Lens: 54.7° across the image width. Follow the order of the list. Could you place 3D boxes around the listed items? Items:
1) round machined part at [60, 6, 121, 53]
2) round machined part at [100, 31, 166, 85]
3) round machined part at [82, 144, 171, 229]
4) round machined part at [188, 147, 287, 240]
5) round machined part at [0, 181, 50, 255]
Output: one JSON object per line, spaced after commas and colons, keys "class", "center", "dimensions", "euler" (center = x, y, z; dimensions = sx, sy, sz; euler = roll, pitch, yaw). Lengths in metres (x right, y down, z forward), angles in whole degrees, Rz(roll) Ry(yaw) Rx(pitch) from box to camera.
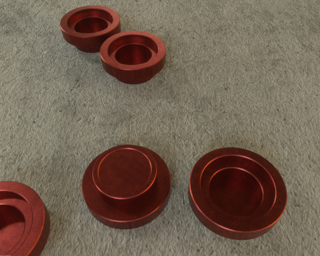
{"class": "round machined part", "center": [-0.116, -0.166, 0.531], "dimensions": [0.099, 0.042, 0.098], "euler": [0, 50, 0]}
{"class": "round machined part", "center": [-0.041, -0.105, 0.480], "dimensions": [0.099, 0.042, 0.098], "euler": [0, 50, 0]}
{"class": "round machined part", "center": [-0.037, 0.057, 0.344], "dimensions": [0.099, 0.042, 0.098], "euler": [0, 50, 0]}
{"class": "round machined part", "center": [0.079, 0.072, 0.332], "dimensions": [0.099, 0.042, 0.098], "euler": [0, 50, 0]}
{"class": "round machined part", "center": [-0.158, 0.105, 0.303], "dimensions": [0.099, 0.042, 0.098], "euler": [0, 50, 0]}
